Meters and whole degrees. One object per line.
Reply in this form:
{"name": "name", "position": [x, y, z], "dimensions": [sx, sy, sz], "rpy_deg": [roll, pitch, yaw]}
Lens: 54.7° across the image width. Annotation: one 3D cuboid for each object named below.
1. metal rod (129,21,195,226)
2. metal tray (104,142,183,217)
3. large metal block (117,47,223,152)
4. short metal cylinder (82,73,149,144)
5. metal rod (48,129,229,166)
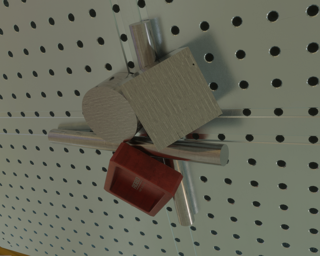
{"name": "metal rod", "position": [0.009, 0.012, 0.414], "dimensions": [0.025, 0.025, 0.298], "rpy_deg": [1, 119, 28]}
{"name": "metal tray", "position": [-0.029, 0.078, 0.438], "dimensions": [0.090, 0.030, 0.129], "rpy_deg": [29, 149, 2]}
{"name": "large metal block", "position": [0.009, -0.033, 0.344], "dimensions": [0.080, 0.050, 0.080], "rpy_deg": [-31, 105, -3]}
{"name": "short metal cylinder", "position": [-0.054, -0.026, 0.407], "dimensions": [0.080, 0.050, 0.079], "rpy_deg": [13, 124, 21]}
{"name": "metal rod", "position": [-0.052, 0.022, 0.431], "dimensions": [0.300, 0.025, 0.025], "rpy_deg": [4, 121, 34]}
